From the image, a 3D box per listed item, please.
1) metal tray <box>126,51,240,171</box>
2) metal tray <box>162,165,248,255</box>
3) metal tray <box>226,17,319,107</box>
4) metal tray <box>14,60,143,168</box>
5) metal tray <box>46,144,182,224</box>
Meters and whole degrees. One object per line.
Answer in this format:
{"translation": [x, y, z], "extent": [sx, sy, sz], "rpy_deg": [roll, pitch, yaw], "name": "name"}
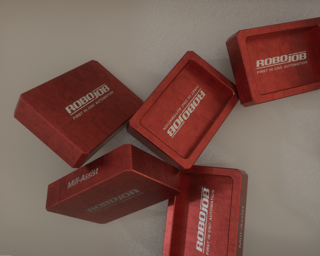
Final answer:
{"translation": [0.032, -0.022, 0.387], "extent": [0.090, 0.030, 0.130], "rpy_deg": [39, 71, -1], "name": "metal tray"}
{"translation": [0.054, 0.112, 0.377], "extent": [0.090, 0.030, 0.129], "rpy_deg": [1, 79, 30], "name": "metal tray"}
{"translation": [0.157, -0.084, 0.393], "extent": [0.131, 0.030, 0.090], "rpy_deg": [-14, 90, -15], "name": "metal tray"}
{"translation": [-0.086, -0.023, 0.362], "extent": [0.090, 0.131, 0.030], "rpy_deg": [41, 128, 0], "name": "metal tray"}
{"translation": [-0.053, 0.070, 0.354], "extent": [0.130, 0.090, 0.030], "rpy_deg": [-28, 50, 27], "name": "metal tray"}
